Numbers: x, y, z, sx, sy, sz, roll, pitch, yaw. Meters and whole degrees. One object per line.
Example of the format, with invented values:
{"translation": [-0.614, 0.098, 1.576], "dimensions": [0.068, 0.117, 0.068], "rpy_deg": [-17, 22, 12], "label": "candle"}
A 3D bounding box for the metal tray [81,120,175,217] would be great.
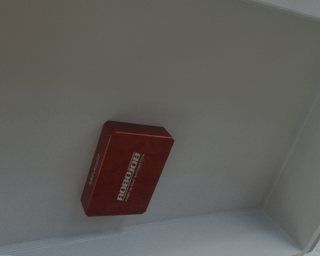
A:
{"translation": [-0.045, 0.058, 0.416], "dimensions": [0.091, 0.030, 0.129], "rpy_deg": [7, 115, -32], "label": "metal tray"}
